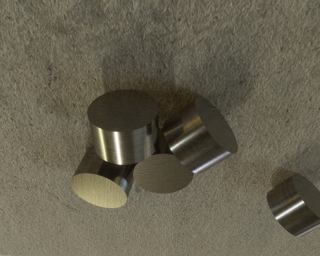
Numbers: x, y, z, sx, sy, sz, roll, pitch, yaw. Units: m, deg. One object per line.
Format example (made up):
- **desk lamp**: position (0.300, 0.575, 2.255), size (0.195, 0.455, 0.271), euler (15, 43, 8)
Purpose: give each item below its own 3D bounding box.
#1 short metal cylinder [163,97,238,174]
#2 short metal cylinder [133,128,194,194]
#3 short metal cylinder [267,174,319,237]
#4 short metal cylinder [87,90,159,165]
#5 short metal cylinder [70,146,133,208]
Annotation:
- **short metal cylinder**: position (0.050, 0.009, 0.379), size (0.050, 0.080, 0.080), euler (-37, 121, 27)
- **short metal cylinder**: position (0.005, 0.046, 0.430), size (0.081, 0.050, 0.079), euler (0, 130, 0)
- **short metal cylinder**: position (0.212, 0.117, 0.473), size (0.080, 0.080, 0.050), euler (28, 125, -22)
- **short metal cylinder**: position (-0.042, -0.003, 0.368), size (0.080, 0.080, 0.050), euler (0, 130, 0)
- **short metal cylinder**: position (-0.078, 0.069, 0.437), size (0.080, 0.050, 0.080), euler (9, 136, 9)
